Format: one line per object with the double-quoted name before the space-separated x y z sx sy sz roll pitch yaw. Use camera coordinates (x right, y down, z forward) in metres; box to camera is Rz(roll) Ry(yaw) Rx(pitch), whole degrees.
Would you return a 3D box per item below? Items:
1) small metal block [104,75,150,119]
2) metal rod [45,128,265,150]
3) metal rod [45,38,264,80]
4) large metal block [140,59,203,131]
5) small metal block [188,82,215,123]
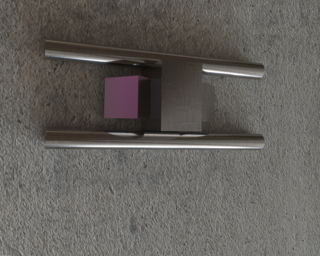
"small metal block" -0.041 -0.036 0.381 0.025 0.050 0.050 1 90 -60
"metal rod" 0.008 0.017 0.414 0.303 0.025 0.025 2 90 -21
"metal rod" 0.008 -0.089 0.414 0.303 0.025 0.025 1 90 -21
"large metal block" 0.011 -0.036 0.388 0.050 0.080 0.079 1 90 -20
"small metal block" 0.057 -0.033 0.418 0.025 0.050 0.050 0 89 21
